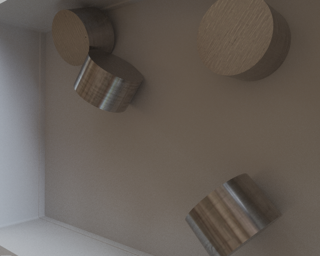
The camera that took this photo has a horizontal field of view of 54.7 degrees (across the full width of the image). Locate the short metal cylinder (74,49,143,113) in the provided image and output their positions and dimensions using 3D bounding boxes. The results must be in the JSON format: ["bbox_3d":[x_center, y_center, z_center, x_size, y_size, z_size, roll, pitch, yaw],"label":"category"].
[{"bbox_3d":[-0.071,-0.065,0.427,0.080,0.081,0.050,47,118,29],"label":"short metal cylinder"}]

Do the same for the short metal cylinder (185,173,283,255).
[{"bbox_3d":[0.073,0.090,0.310,0.080,0.081,0.050,-52,60,27],"label":"short metal cylinder"}]

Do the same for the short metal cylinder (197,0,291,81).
[{"bbox_3d":[0.086,-0.091,0.319,0.080,0.050,0.079,0,90,39],"label":"short metal cylinder"}]

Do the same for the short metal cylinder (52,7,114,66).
[{"bbox_3d":[-0.116,-0.138,0.467,0.080,0.050,0.079,18,122,31],"label":"short metal cylinder"}]
